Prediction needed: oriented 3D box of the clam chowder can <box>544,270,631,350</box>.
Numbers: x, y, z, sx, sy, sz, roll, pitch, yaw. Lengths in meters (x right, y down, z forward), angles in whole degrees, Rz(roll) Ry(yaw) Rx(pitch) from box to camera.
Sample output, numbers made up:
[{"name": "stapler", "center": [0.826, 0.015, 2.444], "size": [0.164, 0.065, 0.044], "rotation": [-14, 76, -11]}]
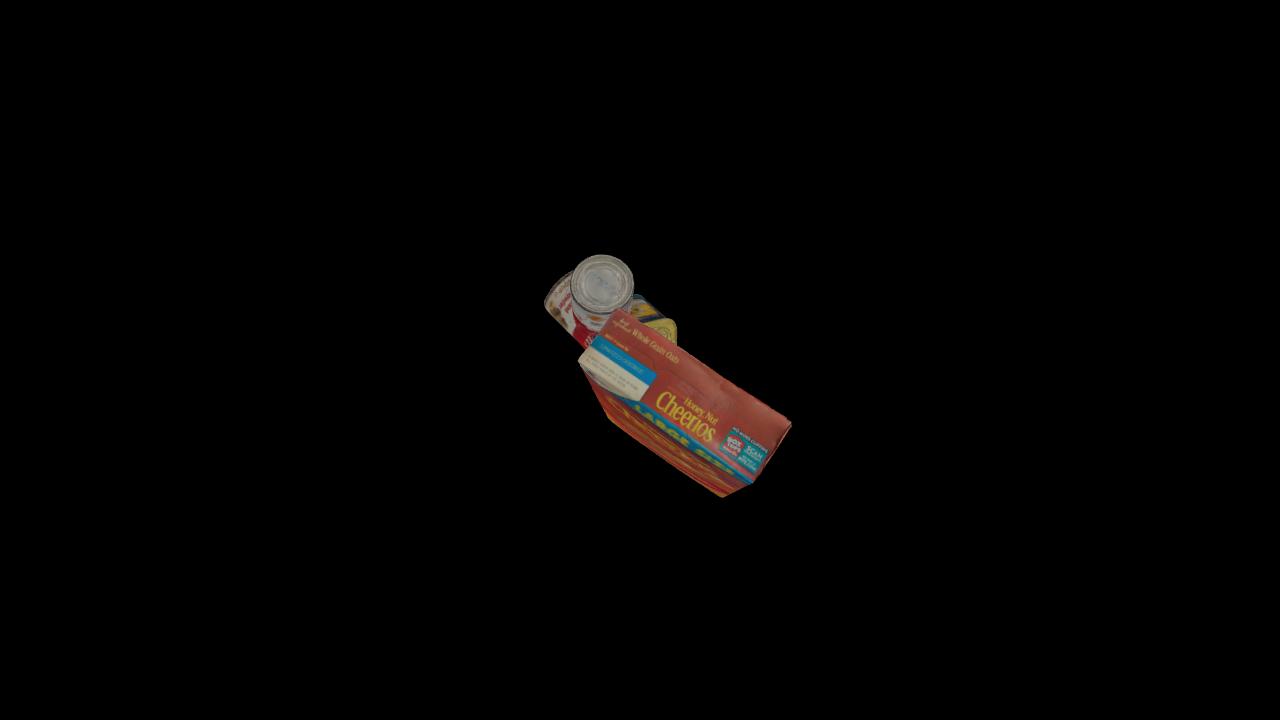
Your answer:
[{"name": "clam chowder can", "center": [-0.054, -0.050, 0.718], "size": [0.102, 0.068, 0.068], "rotation": [45, 11, 12]}]

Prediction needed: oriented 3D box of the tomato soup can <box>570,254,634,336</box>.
[{"name": "tomato soup can", "center": [-0.042, -0.063, 0.667], "size": [0.068, 0.068, 0.101], "rotation": [0, -16, -4]}]

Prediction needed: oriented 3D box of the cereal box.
[{"name": "cereal box", "center": [0.045, 0.068, 0.713], "size": [0.203, 0.081, 0.306], "rotation": [34, -11, 10]}]

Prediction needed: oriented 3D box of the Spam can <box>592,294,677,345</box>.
[{"name": "Spam can", "center": [-0.020, -0.034, 0.727], "size": [0.101, 0.058, 0.085], "rotation": [-13, 33, -21]}]
